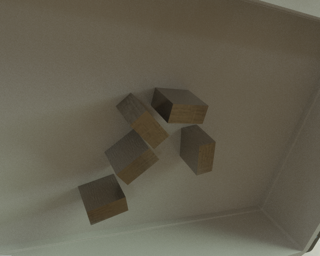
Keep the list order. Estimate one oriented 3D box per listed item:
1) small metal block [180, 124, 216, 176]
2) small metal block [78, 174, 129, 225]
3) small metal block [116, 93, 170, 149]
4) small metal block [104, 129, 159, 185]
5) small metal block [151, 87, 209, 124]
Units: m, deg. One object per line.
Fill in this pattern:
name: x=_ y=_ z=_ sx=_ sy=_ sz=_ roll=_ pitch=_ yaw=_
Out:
small metal block: x=0.052 y=0.030 z=0.439 sx=0.025 sy=0.050 sz=0.050 roll=-13 pitch=124 yaw=-21
small metal block: x=-0.075 y=0.093 z=0.409 sx=0.050 sy=0.050 sz=0.025 roll=-18 pitch=126 yaw=-18
small metal block: x=-0.021 y=-0.009 z=0.375 sx=0.025 sy=0.050 sz=0.050 roll=-42 pitch=129 yaw=1
small metal block: x=-0.037 y=0.035 z=0.394 sx=0.050 sy=0.050 sz=0.025 roll=-39 pitch=129 yaw=-2
small metal block: x=0.024 y=-0.028 z=0.388 sx=0.050 sy=0.050 sz=0.025 roll=1 pitch=118 yaw=-29
